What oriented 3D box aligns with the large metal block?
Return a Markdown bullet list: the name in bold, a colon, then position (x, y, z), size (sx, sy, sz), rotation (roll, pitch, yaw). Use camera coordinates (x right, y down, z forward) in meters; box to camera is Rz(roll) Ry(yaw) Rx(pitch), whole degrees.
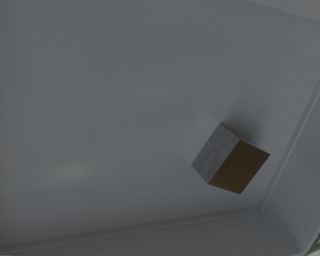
- **large metal block**: position (0.109, 0.049, 0.482), size (0.080, 0.050, 0.080), rotation (23, 106, -37)
